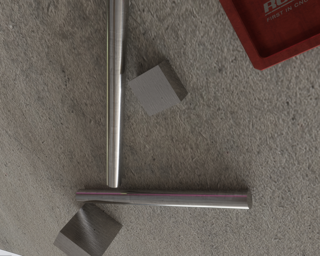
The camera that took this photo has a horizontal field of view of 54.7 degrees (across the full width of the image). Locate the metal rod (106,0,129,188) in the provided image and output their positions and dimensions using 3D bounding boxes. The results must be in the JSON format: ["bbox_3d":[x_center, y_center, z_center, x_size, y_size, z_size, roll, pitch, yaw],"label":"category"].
[{"bbox_3d":[-0.059,-0.036,0.414,0.025,0.025,0.298,18,126,17],"label":"metal rod"}]

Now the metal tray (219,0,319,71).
[{"bbox_3d":[0.126,-0.117,0.264,0.130,0.030,0.090,-22,107,36],"label":"metal tray"}]

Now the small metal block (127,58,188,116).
[{"bbox_3d":[-0.002,-0.049,0.377,0.050,0.025,0.050,-23,106,36],"label":"small metal block"}]

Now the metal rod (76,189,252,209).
[{"bbox_3d":[-0.012,0.107,0.477,0.300,0.025,0.025,-6,115,30],"label":"metal rod"}]

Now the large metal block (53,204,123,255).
[{"bbox_3d":[-0.127,0.191,0.554,0.080,0.080,0.050,36,129,3],"label":"large metal block"}]
